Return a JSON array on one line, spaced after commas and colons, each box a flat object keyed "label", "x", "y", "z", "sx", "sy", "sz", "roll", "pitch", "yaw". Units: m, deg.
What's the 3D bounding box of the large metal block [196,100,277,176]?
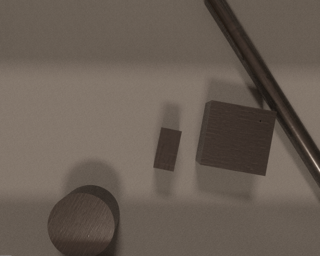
[{"label": "large metal block", "x": 0.095, "y": 0.012, "z": 0.400, "sx": 0.080, "sy": 0.050, "sz": 0.080, "roll": 10, "pitch": 90, "yaw": -1}]

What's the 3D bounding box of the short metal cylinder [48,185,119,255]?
[{"label": "short metal cylinder", "x": -0.095, "y": 0.118, "z": 0.398, "sx": 0.081, "sy": 0.050, "sz": 0.079, "roll": 0, "pitch": 90, "yaw": -1}]

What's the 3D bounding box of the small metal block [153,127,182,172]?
[{"label": "small metal block", "x": 0.009, "y": 0.026, "z": 0.399, "sx": 0.025, "sy": 0.050, "sz": 0.050, "roll": 12, "pitch": 90, "yaw": 0}]

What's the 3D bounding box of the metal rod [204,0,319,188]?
[{"label": "metal rod", "x": 0.150, "y": -0.046, "z": 0.413, "sx": 0.025, "sy": 0.025, "sz": 0.299, "roll": -32, "pitch": 90, "yaw": 0}]
